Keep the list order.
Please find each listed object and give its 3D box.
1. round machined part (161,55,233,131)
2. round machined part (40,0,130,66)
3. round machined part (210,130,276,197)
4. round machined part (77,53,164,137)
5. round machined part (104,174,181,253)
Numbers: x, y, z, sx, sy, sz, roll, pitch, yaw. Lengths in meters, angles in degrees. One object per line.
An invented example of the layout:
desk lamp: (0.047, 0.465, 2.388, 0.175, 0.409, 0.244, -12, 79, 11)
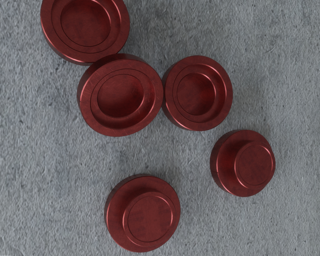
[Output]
round machined part: (0.044, -0.045, 0.416, 0.099, 0.042, 0.097, 0, 90, -20)
round machined part: (-0.088, -0.122, 0.367, 0.099, 0.042, 0.097, 0, 90, -20)
round machined part: (0.125, 0.051, 0.446, 0.099, 0.042, 0.097, 0, 90, -20)
round machined part: (-0.049, -0.041, 0.367, 0.099, 0.042, 0.097, -13, 125, -19)
round machined part: (-0.018, 0.110, 0.393, 0.099, 0.042, 0.097, 0, 90, -20)
